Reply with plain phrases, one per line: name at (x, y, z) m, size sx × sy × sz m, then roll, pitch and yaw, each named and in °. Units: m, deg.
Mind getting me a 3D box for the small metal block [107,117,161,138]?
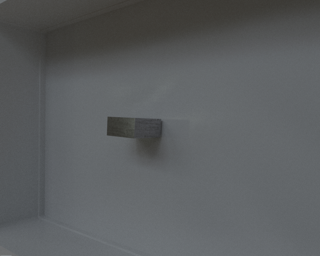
small metal block at (-0.034, -0.001, 0.412) m, size 0.050 × 0.050 × 0.025 m, roll 4°, pitch 93°, yaw 39°
